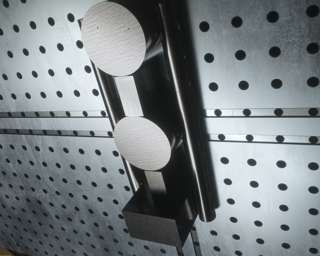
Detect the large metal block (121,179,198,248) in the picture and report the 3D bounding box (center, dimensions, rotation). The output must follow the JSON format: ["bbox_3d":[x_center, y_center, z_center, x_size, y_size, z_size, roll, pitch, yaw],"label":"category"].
[{"bbox_3d":[0.005,0.116,0.445,0.080,0.080,0.050,1,119,28],"label":"large metal block"}]

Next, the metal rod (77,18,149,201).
[{"bbox_3d":[-0.055,-0.003,0.438,0.025,0.025,0.298,1,119,28],"label":"metal rod"}]

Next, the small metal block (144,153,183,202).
[{"bbox_3d":[0.006,0.066,0.431,0.025,0.050,0.050,0,119,28],"label":"small metal block"}]

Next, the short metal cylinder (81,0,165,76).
[{"bbox_3d":[-0.041,-0.105,0.351,0.080,0.050,0.079,13,124,21],"label":"short metal cylinder"}]

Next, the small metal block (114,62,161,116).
[{"bbox_3d":[-0.025,-0.048,0.377,0.025,0.050,0.050,1,119,28],"label":"small metal block"}]

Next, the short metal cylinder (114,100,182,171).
[{"bbox_3d":[-0.013,0.009,0.407,0.080,0.050,0.079,13,124,21],"label":"short metal cylinder"}]

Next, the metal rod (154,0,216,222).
[{"bbox_3d":[0.037,-0.002,0.389,0.025,0.025,0.298,1,119,28],"label":"metal rod"}]
